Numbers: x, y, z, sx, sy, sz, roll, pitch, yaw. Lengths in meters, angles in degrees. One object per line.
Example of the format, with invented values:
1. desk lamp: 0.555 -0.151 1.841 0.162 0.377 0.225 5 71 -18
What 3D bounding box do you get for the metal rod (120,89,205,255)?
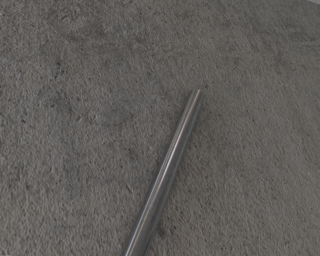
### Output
1. metal rod: 0.005 0.059 0.370 0.025 0.025 0.301 31 52 -8
